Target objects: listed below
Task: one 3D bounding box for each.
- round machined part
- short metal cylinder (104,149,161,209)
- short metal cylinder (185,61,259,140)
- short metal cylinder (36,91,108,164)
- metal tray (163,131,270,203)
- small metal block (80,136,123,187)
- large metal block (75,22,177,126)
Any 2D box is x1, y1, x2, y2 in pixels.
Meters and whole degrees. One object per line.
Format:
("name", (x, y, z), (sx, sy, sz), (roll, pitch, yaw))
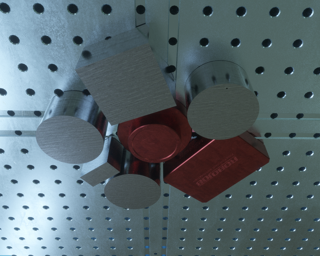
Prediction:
("round machined part", (-0.007, 0.008, 0.406), (0.099, 0.042, 0.097), (0, 130, 0))
("short metal cylinder", (-0.039, 0.076, 0.458), (0.081, 0.050, 0.079), (0, 130, 0))
("short metal cylinder", (0.071, -0.032, 0.368), (0.081, 0.050, 0.079), (0, 130, 0))
("short metal cylinder", (-0.108, 0.000, 0.393), (0.081, 0.050, 0.079), (0, 130, 0))
("metal tray", (0.078, 0.051, 0.451), (0.090, 0.030, 0.129), (33, 122, -25))
("small metal block", (-0.080, 0.046, 0.433), (0.050, 0.050, 0.025), (-30, 124, 23))
("large metal block", (-0.034, -0.058, 0.346), (0.080, 0.050, 0.080), (-17, 128, 13))
